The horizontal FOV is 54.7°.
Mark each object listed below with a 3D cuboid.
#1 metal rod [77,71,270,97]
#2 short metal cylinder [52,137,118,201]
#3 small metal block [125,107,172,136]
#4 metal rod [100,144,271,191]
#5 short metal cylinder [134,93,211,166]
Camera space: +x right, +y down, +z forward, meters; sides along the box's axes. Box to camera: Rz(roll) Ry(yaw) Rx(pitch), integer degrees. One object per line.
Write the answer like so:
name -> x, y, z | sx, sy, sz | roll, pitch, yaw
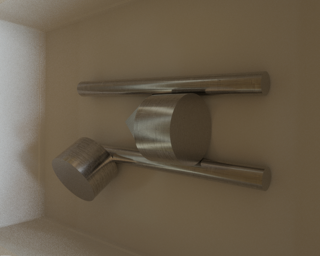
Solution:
metal rod -> -0.009, -0.054, 0.409 | 0.300, 0.025, 0.025 | 5, 93, 39
short metal cylinder -> -0.110, 0.060, 0.454 | 0.080, 0.050, 0.079 | 24, 137, 24
small metal block -> -0.013, -0.004, 0.413 | 0.050, 0.025, 0.050 | -45, 63, 30
metal rod -> -0.008, 0.043, 0.409 | 0.300, 0.025, 0.025 | 4, 93, 39
short metal cylinder -> 0.016, 0.001, 0.354 | 0.050, 0.081, 0.079 | 2, 92, 40
